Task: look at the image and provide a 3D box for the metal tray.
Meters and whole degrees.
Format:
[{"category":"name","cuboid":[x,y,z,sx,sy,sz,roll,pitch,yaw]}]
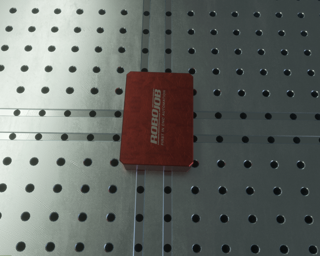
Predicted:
[{"category":"metal tray","cuboid":[-0.002,-0.010,0.412,0.091,0.030,0.130,2,70,0]}]
